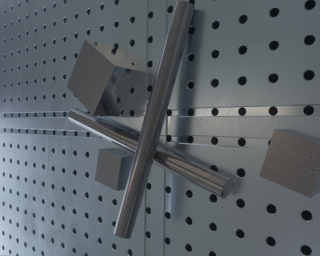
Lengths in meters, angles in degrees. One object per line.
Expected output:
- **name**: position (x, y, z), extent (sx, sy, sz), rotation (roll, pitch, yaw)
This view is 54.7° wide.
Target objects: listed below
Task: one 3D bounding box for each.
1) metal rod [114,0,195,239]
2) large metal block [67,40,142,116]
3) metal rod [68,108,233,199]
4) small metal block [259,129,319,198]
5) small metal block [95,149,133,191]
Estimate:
- **metal rod**: position (-0.008, -0.009, 0.389), extent (0.025, 0.025, 0.298), rotation (17, 93, 38)
- **large metal block**: position (-0.086, -0.073, 0.464), extent (0.080, 0.050, 0.080), rotation (43, 116, 31)
- **metal rod**: position (-0.035, 0.023, 0.438), extent (0.300, 0.025, 0.025), rotation (22, 104, 37)
- **small metal block**: position (0.132, 0.032, 0.301), extent (0.050, 0.025, 0.050), rotation (22, 104, 37)
- **small metal block**: position (-0.069, 0.061, 0.466), extent (0.050, 0.025, 0.050), rotation (15, 100, 39)
